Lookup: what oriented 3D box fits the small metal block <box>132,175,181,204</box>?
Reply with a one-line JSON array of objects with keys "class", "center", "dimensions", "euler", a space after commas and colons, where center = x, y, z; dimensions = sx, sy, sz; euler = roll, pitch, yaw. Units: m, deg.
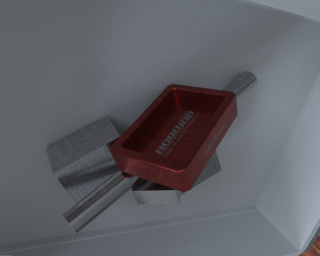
[{"class": "small metal block", "center": [0.000, 0.062, 0.368], "dimensions": [0.050, 0.050, 0.025], "euler": [-5, 129, 17]}]

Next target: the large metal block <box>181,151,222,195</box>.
[{"class": "large metal block", "center": [0.032, 0.040, 0.435], "dimensions": [0.080, 0.050, 0.080], "euler": [-30, 129, -10]}]

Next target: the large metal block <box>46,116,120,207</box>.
[{"class": "large metal block", "center": [-0.077, 0.046, 0.375], "dimensions": [0.080, 0.050, 0.080], "euler": [-30, 129, -10]}]

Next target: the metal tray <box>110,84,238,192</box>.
[{"class": "metal tray", "center": [0.020, 0.002, 0.344], "dimensions": [0.131, 0.090, 0.030], "euler": [-50, 139, -36]}]

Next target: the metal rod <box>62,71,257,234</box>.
[{"class": "metal rod", "center": [0.017, 0.015, 0.379], "dimensions": [0.302, 0.025, 0.025], "euler": [-38, 131, -23]}]
